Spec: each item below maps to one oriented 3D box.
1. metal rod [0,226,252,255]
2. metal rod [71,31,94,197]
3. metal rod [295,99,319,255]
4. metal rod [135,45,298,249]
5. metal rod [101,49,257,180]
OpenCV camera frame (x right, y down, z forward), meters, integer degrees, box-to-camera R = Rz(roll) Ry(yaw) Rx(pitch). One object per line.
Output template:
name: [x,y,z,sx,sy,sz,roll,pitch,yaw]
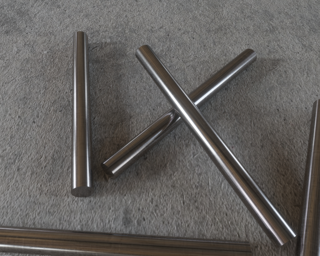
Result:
metal rod: [-0.065,0.115,0.305,0.302,0.025,0.025,3,50,2]
metal rod: [-0.111,-0.042,0.437,0.025,0.025,0.300,-7,50,-6]
metal rod: [0.170,0.075,0.340,0.025,0.025,0.301,17,52,14]
metal rod: [0.051,0.002,0.376,0.025,0.025,0.299,-24,62,-19]
metal rod: [0.043,-0.033,0.431,0.025,0.025,0.302,36,58,26]
